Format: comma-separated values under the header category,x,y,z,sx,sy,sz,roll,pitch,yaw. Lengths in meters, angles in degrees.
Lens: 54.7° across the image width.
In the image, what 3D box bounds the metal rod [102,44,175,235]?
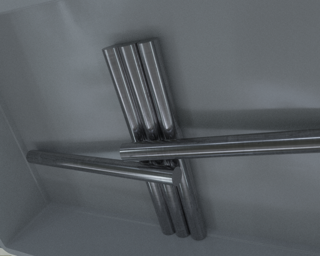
category,x,y,z,sx,sy,sz,roll,pitch,yaw
metal rod,-0.022,0.032,0.437,0.025,0.025,0.298,-2,118,28

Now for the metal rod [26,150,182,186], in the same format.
category,x,y,z,sx,sy,sz,roll,pitch,yaw
metal rod,-0.104,0.056,0.473,0.300,0.025,0.025,2,120,33

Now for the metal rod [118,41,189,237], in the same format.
category,x,y,z,sx,sy,sz,roll,pitch,yaw
metal rod,0.000,0.032,0.425,0.025,0.025,0.298,-2,118,28

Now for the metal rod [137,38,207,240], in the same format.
category,x,y,z,sx,sy,sz,roll,pitch,yaw
metal rod,0.023,0.031,0.413,0.025,0.025,0.298,-2,118,28

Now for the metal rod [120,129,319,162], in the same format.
category,x,y,z,sx,sy,sz,roll,pitch,yaw
metal rod,0.092,0.019,0.347,0.301,0.025,0.025,-5,116,23
